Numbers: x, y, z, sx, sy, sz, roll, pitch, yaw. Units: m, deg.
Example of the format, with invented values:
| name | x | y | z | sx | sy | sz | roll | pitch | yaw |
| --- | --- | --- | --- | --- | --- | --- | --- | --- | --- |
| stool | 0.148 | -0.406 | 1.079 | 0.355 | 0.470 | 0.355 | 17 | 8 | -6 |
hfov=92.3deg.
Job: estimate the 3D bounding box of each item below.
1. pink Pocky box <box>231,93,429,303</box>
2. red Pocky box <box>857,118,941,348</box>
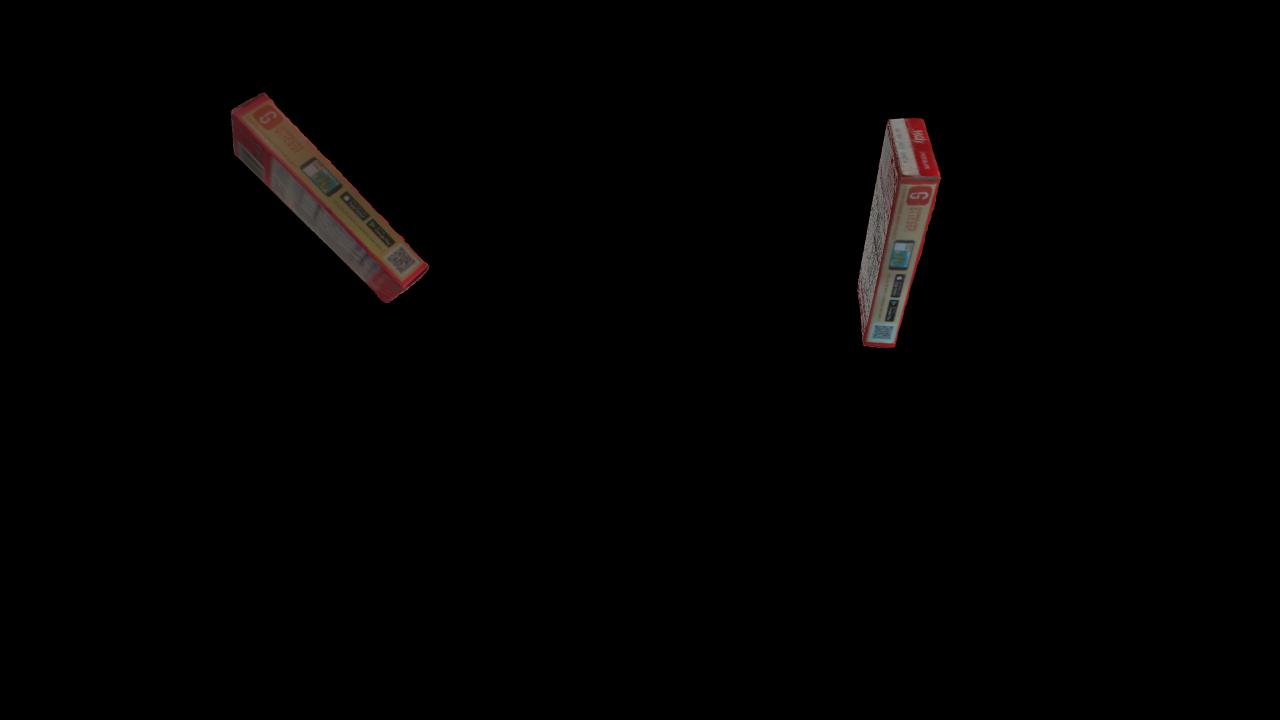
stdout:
| name | x | y | z | sx | sy | sz | roll | pitch | yaw |
| --- | --- | --- | --- | --- | --- | --- | --- | --- | --- |
| pink Pocky box | -0.231 | -0.112 | 0.460 | 0.029 | 0.155 | 0.084 | -50 | 21 | -24 |
| red Pocky box | 0.190 | -0.091 | 0.463 | 0.028 | 0.083 | 0.155 | 3 | -43 | 11 |
